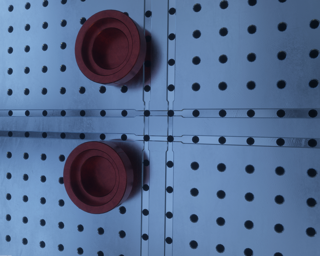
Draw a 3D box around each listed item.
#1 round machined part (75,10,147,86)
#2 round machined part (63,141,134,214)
[{"bbox_3d":[-0.064,-0.107,0.427,0.098,0.042,0.097,0,90,20],"label":"round machined part"},{"bbox_3d":[-0.081,0.066,0.433,0.098,0.042,0.097,0,90,20],"label":"round machined part"}]
